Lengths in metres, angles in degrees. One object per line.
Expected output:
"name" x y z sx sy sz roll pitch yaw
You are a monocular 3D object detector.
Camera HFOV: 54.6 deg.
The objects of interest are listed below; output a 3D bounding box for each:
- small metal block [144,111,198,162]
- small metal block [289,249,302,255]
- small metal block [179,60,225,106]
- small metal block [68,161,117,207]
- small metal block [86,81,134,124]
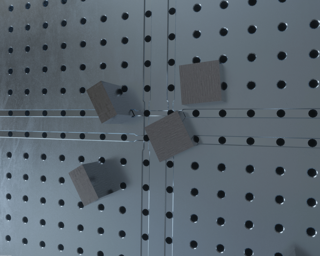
"small metal block" 0.015 0.011 0.408 0.050 0.025 0.050 -27 81 18
"small metal block" 0.161 0.179 0.356 0.050 0.025 0.050 39 102 16
"small metal block" 0.054 -0.056 0.394 0.050 0.025 0.050 -4 89 20
"small metal block" -0.093 0.076 0.433 0.025 0.050 0.050 -31 80 17
"small metal block" -0.067 -0.033 0.424 0.025 0.050 0.050 -29 81 18
